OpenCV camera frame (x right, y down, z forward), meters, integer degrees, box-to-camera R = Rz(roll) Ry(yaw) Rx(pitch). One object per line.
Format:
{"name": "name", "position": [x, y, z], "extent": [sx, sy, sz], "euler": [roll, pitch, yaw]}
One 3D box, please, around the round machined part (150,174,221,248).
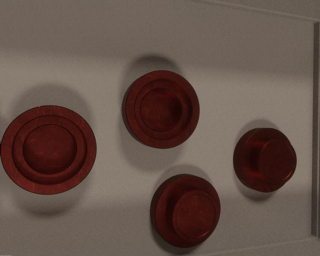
{"name": "round machined part", "position": [0.040, 0.114, 0.418], "extent": [0.099, 0.042, 0.097], "euler": [0, 90, -21]}

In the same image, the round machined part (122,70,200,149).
{"name": "round machined part", "position": [-0.002, -0.023, 0.402], "extent": [0.099, 0.042, 0.097], "euler": [0, 90, -21]}

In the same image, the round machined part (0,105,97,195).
{"name": "round machined part", "position": [-0.126, 0.023, 0.355], "extent": [0.099, 0.042, 0.097], "euler": [0, 91, -22]}

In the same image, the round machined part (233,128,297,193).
{"name": "round machined part", "position": [0.163, 0.049, 0.464], "extent": [0.099, 0.042, 0.097], "euler": [0, 90, -21]}
